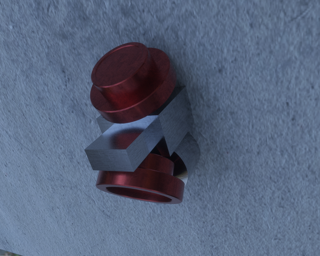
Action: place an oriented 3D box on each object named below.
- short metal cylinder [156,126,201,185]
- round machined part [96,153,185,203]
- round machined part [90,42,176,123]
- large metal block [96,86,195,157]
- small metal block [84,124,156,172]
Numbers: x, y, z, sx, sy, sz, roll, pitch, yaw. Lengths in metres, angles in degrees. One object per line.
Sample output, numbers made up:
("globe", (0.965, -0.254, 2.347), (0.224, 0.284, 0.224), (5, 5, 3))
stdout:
("short metal cylinder", (0.008, 0.040, 0.413), (0.080, 0.050, 0.079), (13, 124, 20))
("round machined part", (-0.020, 0.056, 0.356), (0.099, 0.042, 0.098), (9, 159, 4))
("round machined part", (-0.035, -0.056, 0.339), (0.098, 0.098, 0.042), (-2, 142, 29))
("large metal block", (-0.014, -0.009, 0.372), (0.080, 0.080, 0.050), (-2, 118, 29))
("small metal block", (-0.040, 0.020, 0.319), (0.050, 0.050, 0.025), (-2, 117, 29))
